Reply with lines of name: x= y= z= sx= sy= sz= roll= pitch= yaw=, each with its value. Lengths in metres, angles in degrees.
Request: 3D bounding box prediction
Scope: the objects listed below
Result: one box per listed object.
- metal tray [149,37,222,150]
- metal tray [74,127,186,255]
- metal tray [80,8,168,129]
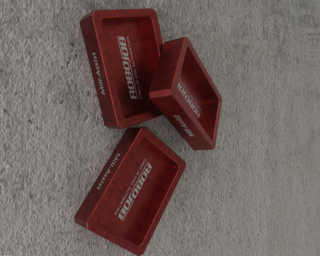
metal tray: x=0.040 y=-0.040 z=0.401 sx=0.130 sy=0.030 sz=0.090 roll=48 pitch=46 yaw=-44
metal tray: x=-0.030 y=0.074 z=0.376 sx=0.090 sy=0.030 sz=0.130 roll=43 pitch=64 yaw=-32
metal tray: x=-0.035 y=-0.072 z=0.371 sx=0.091 sy=0.030 sz=0.129 roll=-20 pitch=103 yaw=-38
